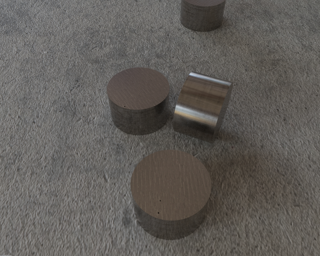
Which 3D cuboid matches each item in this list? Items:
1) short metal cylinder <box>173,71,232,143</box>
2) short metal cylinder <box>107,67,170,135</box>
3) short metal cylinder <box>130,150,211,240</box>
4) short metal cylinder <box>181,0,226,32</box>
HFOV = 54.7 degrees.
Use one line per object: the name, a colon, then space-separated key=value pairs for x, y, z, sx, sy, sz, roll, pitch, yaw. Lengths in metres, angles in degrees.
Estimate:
short metal cylinder: x=0.055 y=-0.026 z=0.389 sx=0.050 sy=0.080 sz=0.080 roll=19 pitch=53 yaw=15
short metal cylinder: x=-0.028 y=-0.037 z=0.417 sx=0.080 sy=0.050 sz=0.080 roll=0 pitch=50 yaw=0
short metal cylinder: x=0.011 y=0.070 z=0.328 sx=0.080 sy=0.050 sz=0.080 roll=0 pitch=50 yaw=0
short metal cylinder: x=0.079 y=-0.223 z=0.575 sx=0.080 sy=0.050 sz=0.080 roll=0 pitch=50 yaw=0
